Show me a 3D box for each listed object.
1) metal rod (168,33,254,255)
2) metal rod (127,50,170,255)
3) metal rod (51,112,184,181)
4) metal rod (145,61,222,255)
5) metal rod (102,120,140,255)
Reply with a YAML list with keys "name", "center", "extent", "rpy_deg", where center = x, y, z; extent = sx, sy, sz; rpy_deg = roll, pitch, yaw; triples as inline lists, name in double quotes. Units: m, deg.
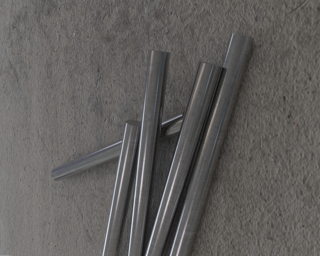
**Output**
- name: "metal rod"
  center: [0.053, 0.044, 0.361]
  extent: [0.025, 0.025, 0.298]
  rpy_deg: [23, 104, 37]
- name: "metal rod"
  center: [-0.018, 0.054, 0.394]
  extent: [0.025, 0.025, 0.298]
  rpy_deg: [20, 110, 38]
- name: "metal rod"
  center: [-0.075, 0.037, 0.466]
  extent: [0.299, 0.025, 0.025]
  rpy_deg: [-23, 76, 37]
- name: "metal rod"
  center: [0.018, 0.069, 0.376]
  extent: [0.025, 0.025, 0.298]
  rpy_deg: [28, 111, 36]
- name: "metal rod"
  center: [-0.061, 0.133, 0.437]
  extent: [0.025, 0.025, 0.298]
  rpy_deg: [25, 111, 37]
